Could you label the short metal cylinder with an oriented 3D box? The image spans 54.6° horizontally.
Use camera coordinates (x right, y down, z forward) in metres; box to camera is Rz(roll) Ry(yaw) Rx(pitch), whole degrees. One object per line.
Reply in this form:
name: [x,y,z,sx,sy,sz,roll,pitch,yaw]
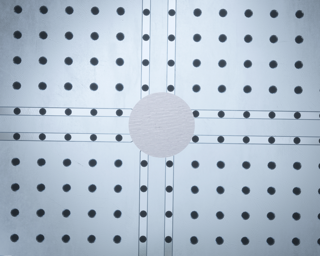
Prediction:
short metal cylinder: [0.002,-0.004,0.401,0.080,0.050,0.080,0,90,0]
